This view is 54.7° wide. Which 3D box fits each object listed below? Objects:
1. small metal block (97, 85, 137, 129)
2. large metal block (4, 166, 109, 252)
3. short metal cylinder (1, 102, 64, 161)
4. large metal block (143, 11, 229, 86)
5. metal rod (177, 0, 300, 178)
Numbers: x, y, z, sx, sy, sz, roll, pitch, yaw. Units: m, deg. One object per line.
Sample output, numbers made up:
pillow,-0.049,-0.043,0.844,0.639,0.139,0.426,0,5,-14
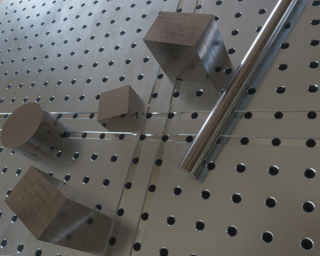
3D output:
small metal block,-0.063,-0.031,0.458,0.050,0.025,0.050,-13,56,20
large metal block,-0.123,0.098,0.375,0.080,0.080,0.050,26,76,36
short metal cylinder,-0.201,0.006,0.491,0.080,0.050,0.080,-13,56,20
large metal block,0.037,-0.107,0.418,0.080,0.080,0.050,18,72,35
metal rod,0.110,-0.071,0.393,0.025,0.025,0.300,23,74,36
